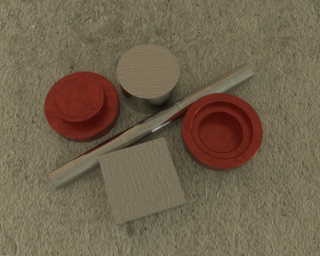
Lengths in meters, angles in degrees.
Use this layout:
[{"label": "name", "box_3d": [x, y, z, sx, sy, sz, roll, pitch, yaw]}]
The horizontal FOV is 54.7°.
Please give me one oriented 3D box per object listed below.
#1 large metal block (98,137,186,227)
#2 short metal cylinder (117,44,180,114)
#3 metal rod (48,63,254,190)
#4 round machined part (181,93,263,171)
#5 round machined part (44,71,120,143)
[{"label": "large metal block", "box_3d": [-0.021, 0.066, 0.372, 0.081, 0.050, 0.080, -16, 71, -6]}, {"label": "short metal cylinder", "box_3d": [-0.015, -0.065, 0.419, 0.081, 0.050, 0.080, 0, 70, 0]}, {"label": "metal rod", "box_3d": [-0.003, -0.008, 0.413, 0.301, 0.025, 0.025, -30, 73, -11]}, {"label": "round machined part", "box_3d": [0.076, 0.008, 0.397, 0.099, 0.042, 0.098, 0, 70, 0]}, {"label": "round machined part", "box_3d": [-0.104, -0.033, 0.411, 0.099, 0.042, 0.098, 0, 70, 0]}]
